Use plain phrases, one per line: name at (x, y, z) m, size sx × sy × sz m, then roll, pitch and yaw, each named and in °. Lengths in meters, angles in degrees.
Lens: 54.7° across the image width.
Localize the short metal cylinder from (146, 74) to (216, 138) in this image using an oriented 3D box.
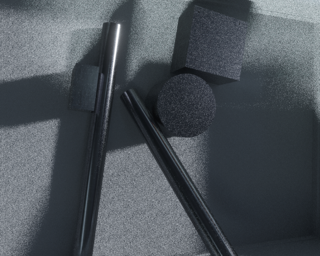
short metal cylinder at (0.026, -0.028, 0.408) m, size 0.081 × 0.050 × 0.079 m, roll 0°, pitch 90°, yaw -21°

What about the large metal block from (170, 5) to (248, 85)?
large metal block at (0.066, -0.109, 0.423) m, size 0.081 × 0.050 × 0.080 m, roll 10°, pitch 87°, yaw -20°

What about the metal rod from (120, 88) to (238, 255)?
metal rod at (0.034, 0.079, 0.355) m, size 0.025 × 0.025 × 0.299 m, roll -25°, pitch 72°, yaw -19°

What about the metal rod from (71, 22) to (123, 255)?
metal rod at (-0.078, 0.020, 0.382) m, size 0.025 × 0.025 × 0.298 m, roll 8°, pitch 87°, yaw -20°

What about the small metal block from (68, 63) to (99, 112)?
small metal block at (-0.091, -0.045, 0.364) m, size 0.025 × 0.050 × 0.050 m, roll 7°, pitch 88°, yaw -20°
